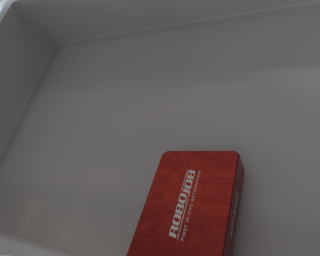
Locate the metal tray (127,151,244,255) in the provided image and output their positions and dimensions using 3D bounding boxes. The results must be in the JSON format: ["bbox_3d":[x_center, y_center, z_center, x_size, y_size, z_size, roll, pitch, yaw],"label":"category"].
[{"bbox_3d":[0.031,0.083,0.316,0.090,0.030,0.130,-2,46,27],"label":"metal tray"}]
